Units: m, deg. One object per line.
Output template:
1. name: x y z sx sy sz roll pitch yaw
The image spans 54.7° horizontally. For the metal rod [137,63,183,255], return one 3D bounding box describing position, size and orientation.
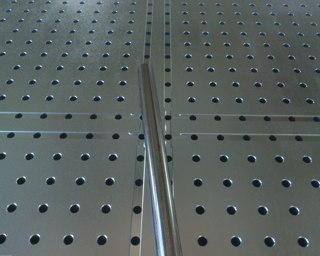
1. metal rod: -0.006 0.023 0.388 0.025 0.025 0.300 -5 50 -5
